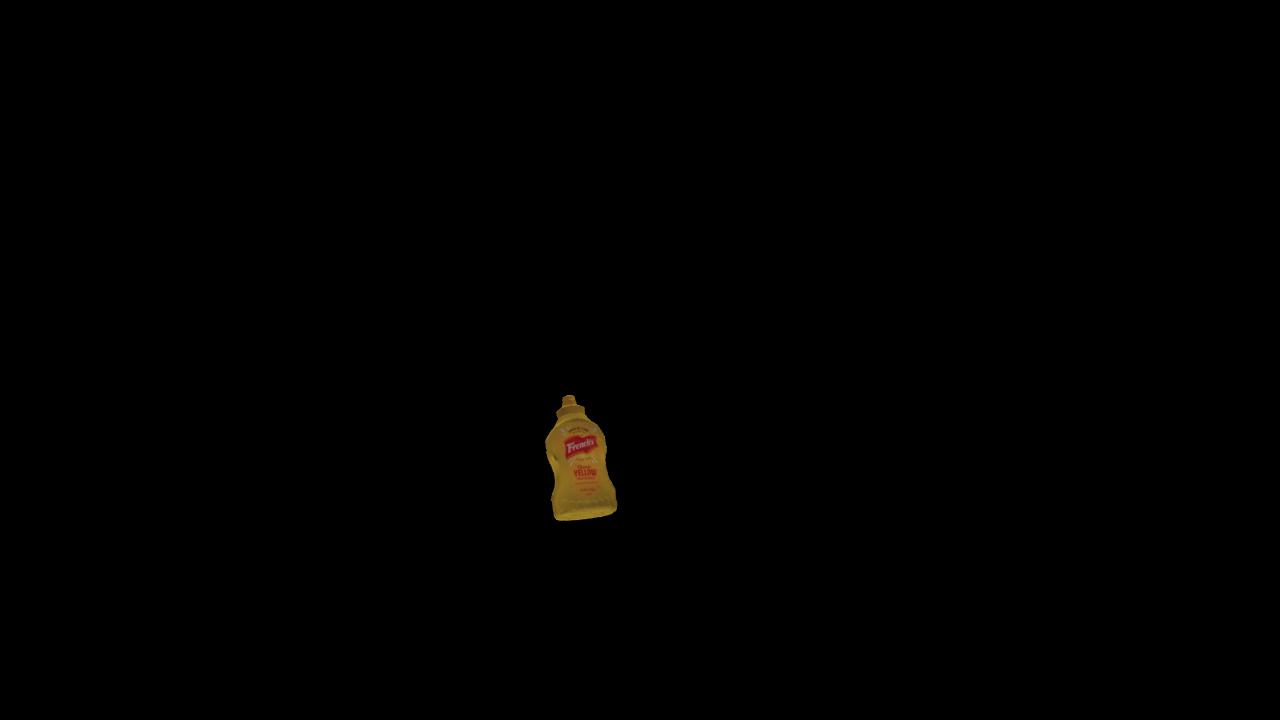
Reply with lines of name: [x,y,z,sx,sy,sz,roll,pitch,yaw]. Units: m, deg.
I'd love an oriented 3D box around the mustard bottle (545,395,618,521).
mustard bottle: [-0.092,0.136,0.895,0.092,0.184,0.054,-3,-27,-18]
